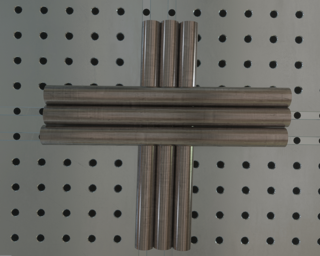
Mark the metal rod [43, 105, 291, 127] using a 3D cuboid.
[{"bbox_3d":[0.009,-0.015,0.388,0.302,0.025,0.025,1,90,0],"label":"metal rod"}]

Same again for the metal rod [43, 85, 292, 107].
[{"bbox_3d":[0.010,-0.040,0.388,0.302,0.025,0.025,1,90,0],"label":"metal rod"}]

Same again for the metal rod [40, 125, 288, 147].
[{"bbox_3d":[0.005,0.010,0.388,0.302,0.025,0.025,1,90,0],"label":"metal rod"}]

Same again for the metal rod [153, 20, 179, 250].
[{"bbox_3d":[0.008,0.009,0.413,0.025,0.025,0.298,2,90,0],"label":"metal rod"}]

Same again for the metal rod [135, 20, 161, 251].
[{"bbox_3d":[-0.016,0.009,0.413,0.025,0.025,0.298,2,90,0],"label":"metal rod"}]

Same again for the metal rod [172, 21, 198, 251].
[{"bbox_3d":[0.034,0.010,0.414,0.025,0.025,0.298,2,90,0],"label":"metal rod"}]
